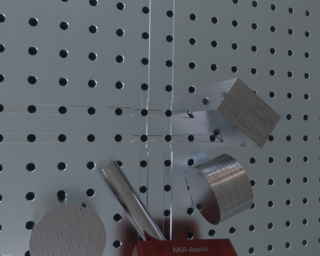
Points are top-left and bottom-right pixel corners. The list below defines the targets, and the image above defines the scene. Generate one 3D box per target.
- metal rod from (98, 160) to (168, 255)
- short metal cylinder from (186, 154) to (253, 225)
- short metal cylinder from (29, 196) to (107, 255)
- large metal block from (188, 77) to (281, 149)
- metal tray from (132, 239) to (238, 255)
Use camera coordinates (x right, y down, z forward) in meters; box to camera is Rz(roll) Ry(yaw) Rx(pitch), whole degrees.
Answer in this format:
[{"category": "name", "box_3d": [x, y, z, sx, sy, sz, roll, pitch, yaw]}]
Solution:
[{"category": "metal rod", "box_3d": [0.013, 0.173, 0.393, 0.025, 0.025, 0.299, -33, 92, -17]}, {"category": "short metal cylinder", "box_3d": [0.077, 0.080, 0.412, 0.050, 0.080, 0.080, -20, 97, -19]}, {"category": "short metal cylinder", "box_3d": [-0.107, 0.124, 0.360, 0.081, 0.050, 0.080, 0, 90, -20]}, {"category": "large metal block", "box_3d": [0.097, -0.018, 0.419, 0.080, 0.080, 0.050, 38, 78, -16]}, {"category": "metal tray", "box_3d": [0.025, 0.184, 0.396, 0.131, 0.030, 0.089, 6, 121, -20]}]
